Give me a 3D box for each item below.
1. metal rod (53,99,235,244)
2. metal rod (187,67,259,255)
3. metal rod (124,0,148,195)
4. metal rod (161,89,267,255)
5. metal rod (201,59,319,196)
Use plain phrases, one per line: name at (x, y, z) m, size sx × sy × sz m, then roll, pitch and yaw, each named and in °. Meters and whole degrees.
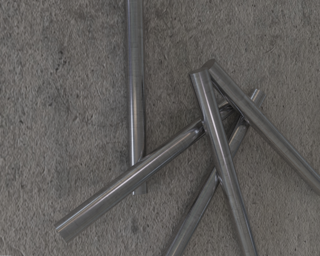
metal rod at (0.007, 0.032, 0.388) m, size 0.302 × 0.025 × 0.025 m, roll -35°, pitch 102°, yaw -25°
metal rod at (0.091, 0.066, 0.415) m, size 0.025 × 0.025 × 0.298 m, roll -25°, pitch 109°, yaw -18°
metal rod at (-0.031, -0.066, 0.397) m, size 0.025 × 0.025 × 0.298 m, roll -2°, pitch 91°, yaw -20°
metal rod at (0.072, 0.075, 0.435) m, size 0.025 × 0.025 × 0.300 m, roll 34°, pitch 79°, yaw -17°
metal rod at (0.163, 0.012, 0.447) m, size 0.301 × 0.025 × 0.025 m, roll 41°, pitch 77°, yaw -24°
